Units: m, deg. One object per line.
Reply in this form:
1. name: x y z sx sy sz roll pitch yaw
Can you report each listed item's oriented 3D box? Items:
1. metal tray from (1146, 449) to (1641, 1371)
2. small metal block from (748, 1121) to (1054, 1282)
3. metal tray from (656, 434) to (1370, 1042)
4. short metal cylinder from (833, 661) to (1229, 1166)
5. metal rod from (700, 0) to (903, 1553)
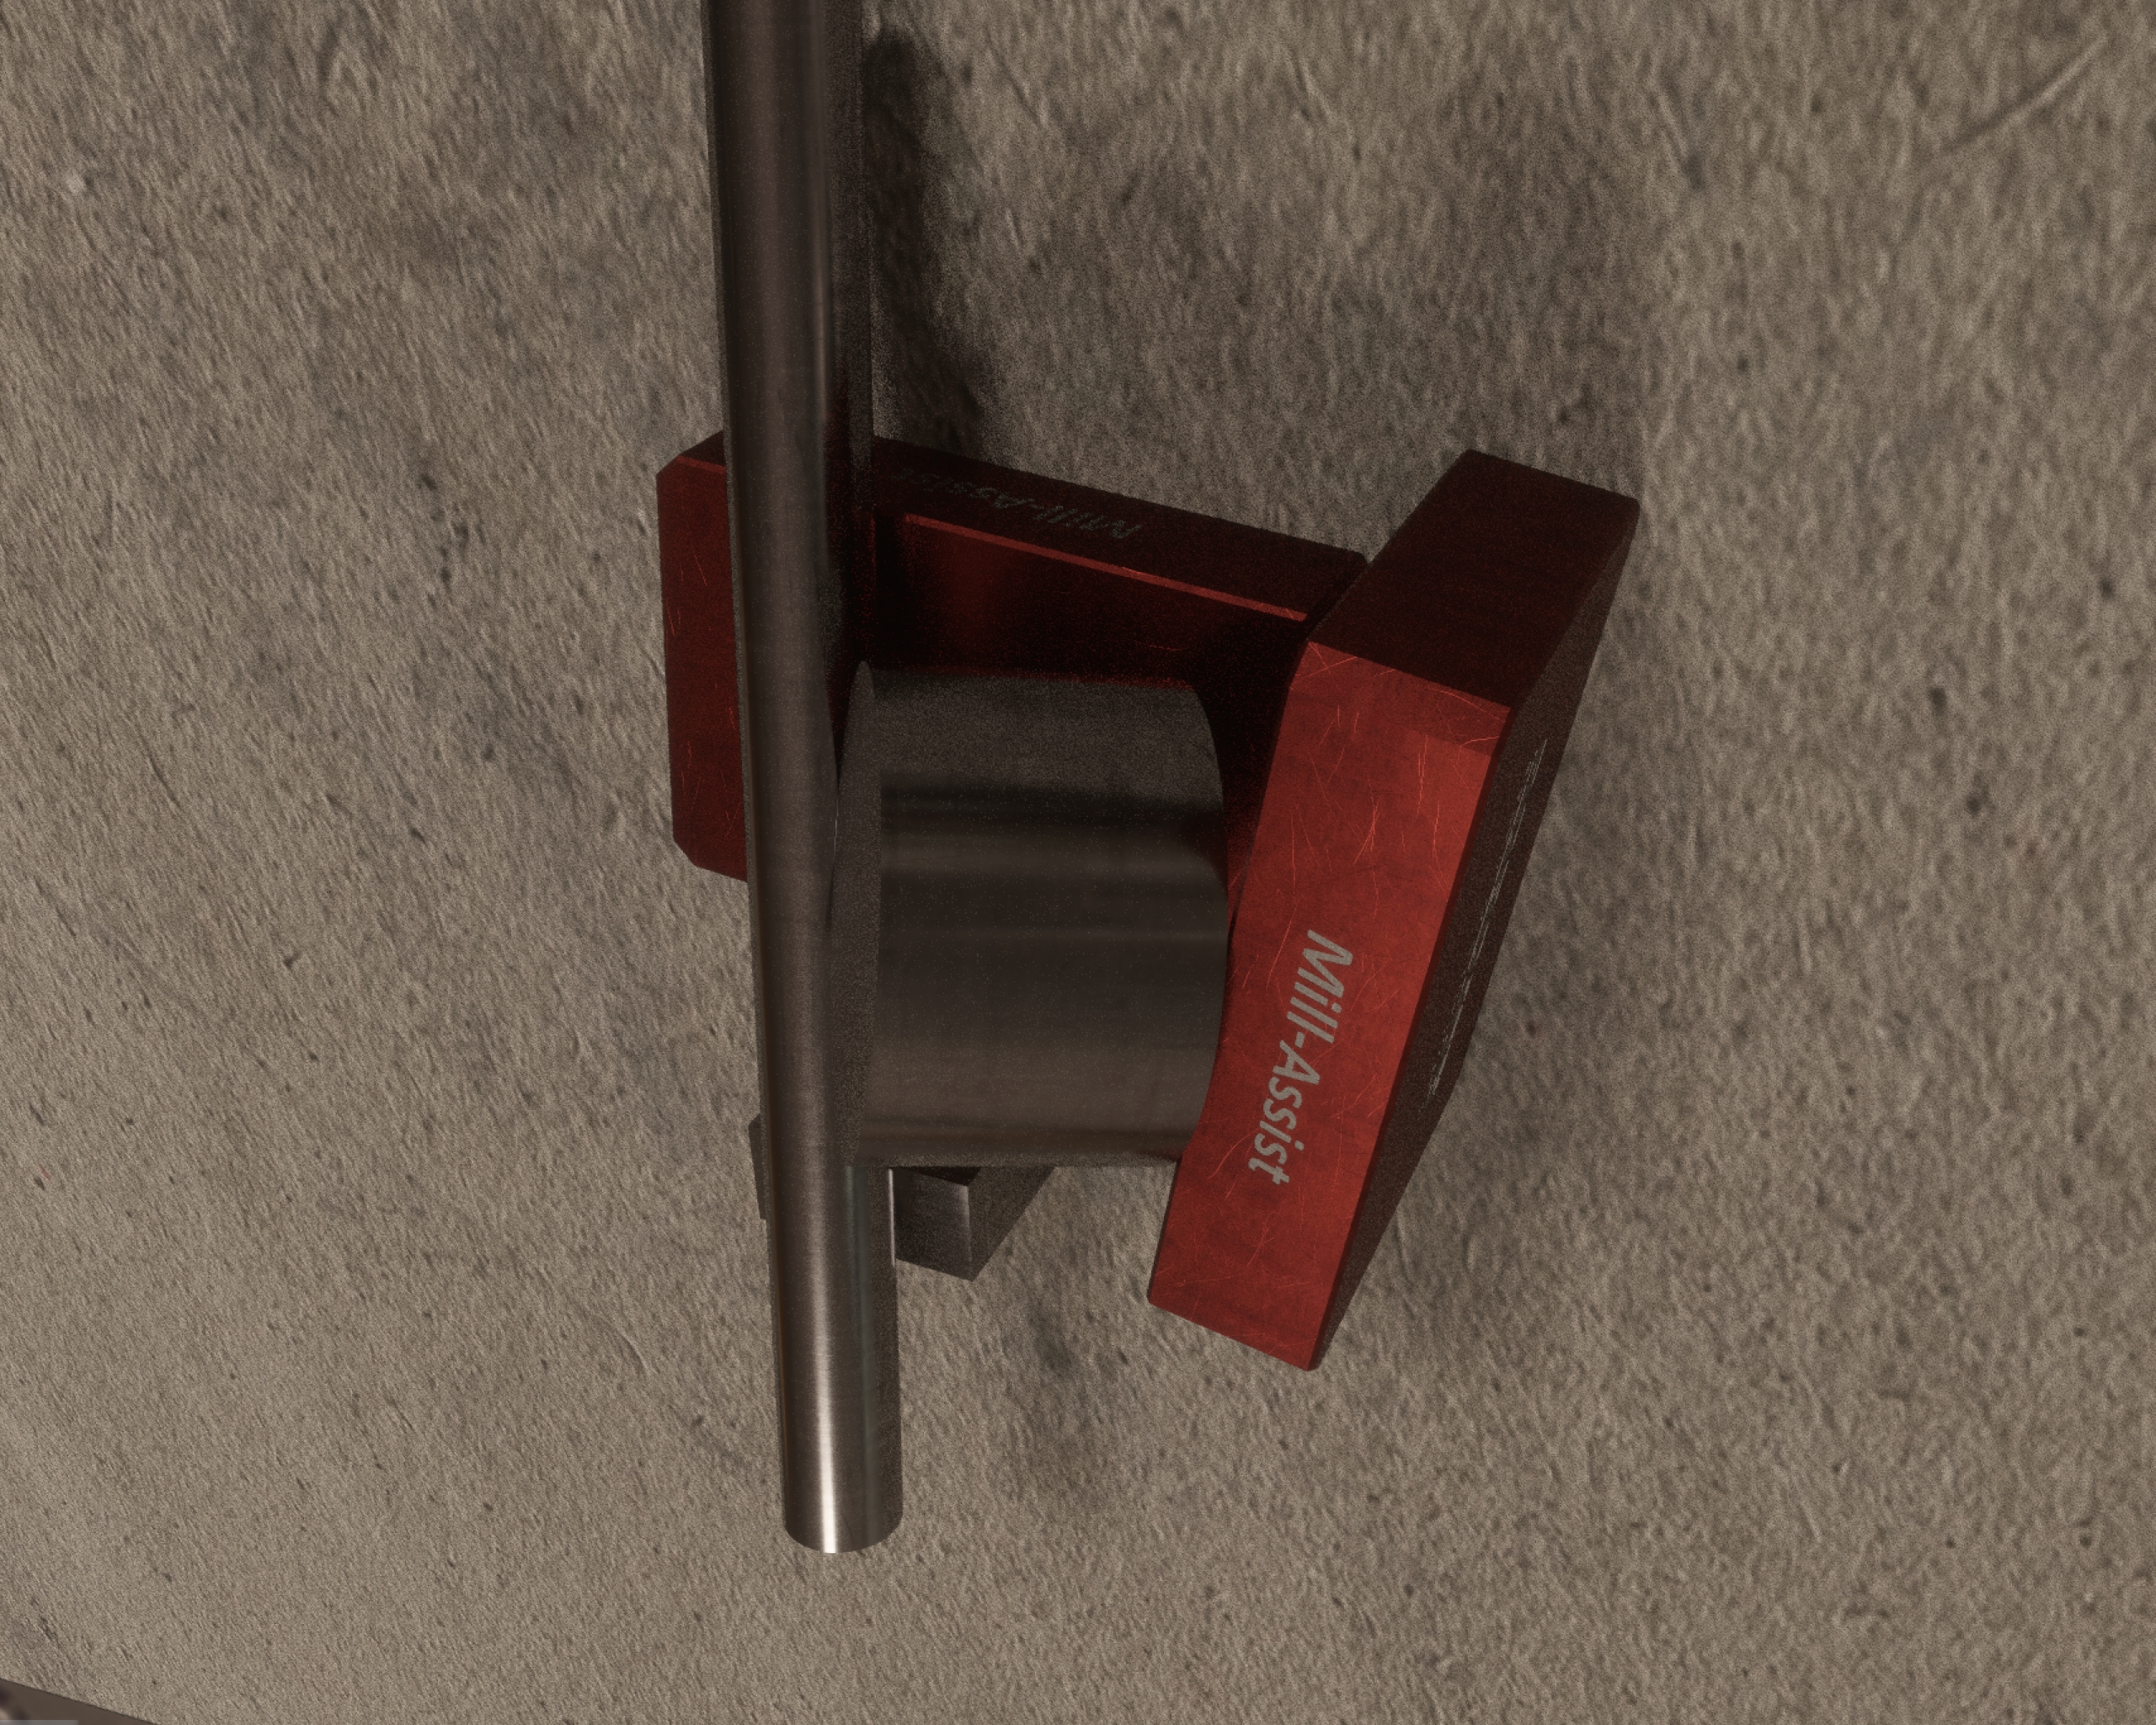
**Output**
1. metal tray: 0.051 0.008 0.343 0.030 0.090 0.129 21 126 16
2. small metal block: -0.034 0.057 0.444 0.050 0.050 0.025 12 123 21
3. metal tray: -0.015 -0.027 0.394 0.130 0.030 0.089 17 125 18
4. short metal cylinder: -0.011 0.009 0.335 0.050 0.080 0.079 2 126 -12
5. metal rod: -0.048 -0.002 0.380 0.025 0.025 0.298 10 114 22
